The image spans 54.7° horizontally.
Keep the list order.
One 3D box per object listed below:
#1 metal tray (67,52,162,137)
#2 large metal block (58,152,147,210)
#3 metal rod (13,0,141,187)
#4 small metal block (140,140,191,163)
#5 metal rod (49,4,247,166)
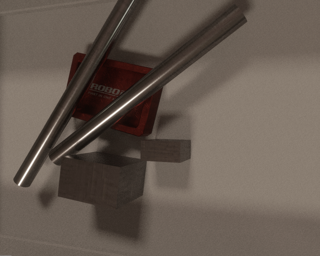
[{"bbox_3d":[-0.067,-0.047,0.430,0.130,0.030,0.089,16,95,19],"label":"metal tray"},{"bbox_3d":[-0.072,0.064,0.406,0.080,0.080,0.050,7,93,19],"label":"large metal block"},{"bbox_3d":[-0.117,-0.044,0.417,0.025,0.025,0.299,37,102,16],"label":"metal rod"},{"bbox_3d":[0.008,0.028,0.393,0.050,0.050,0.025,1,91,19],"label":"small metal block"},{"bbox_3d":[-0.027,-0.044,0.386,0.300,0.025,0.025,-36,79,16],"label":"metal rod"}]
